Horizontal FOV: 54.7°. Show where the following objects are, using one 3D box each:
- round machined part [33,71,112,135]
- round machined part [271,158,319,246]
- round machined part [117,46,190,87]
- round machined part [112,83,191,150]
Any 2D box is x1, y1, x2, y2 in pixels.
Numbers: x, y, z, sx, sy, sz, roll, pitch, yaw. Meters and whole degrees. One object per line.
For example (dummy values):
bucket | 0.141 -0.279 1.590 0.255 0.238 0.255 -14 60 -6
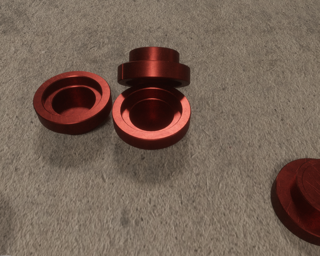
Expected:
round machined part | -0.113 -0.029 0.415 0.099 0.042 0.098 0 50 0
round machined part | 0.175 0.072 0.334 0.099 0.042 0.098 0 50 0
round machined part | -0.008 -0.081 0.422 0.099 0.098 0.042 1 89 0
round machined part | -0.010 -0.011 0.401 0.099 0.042 0.098 0 50 0
